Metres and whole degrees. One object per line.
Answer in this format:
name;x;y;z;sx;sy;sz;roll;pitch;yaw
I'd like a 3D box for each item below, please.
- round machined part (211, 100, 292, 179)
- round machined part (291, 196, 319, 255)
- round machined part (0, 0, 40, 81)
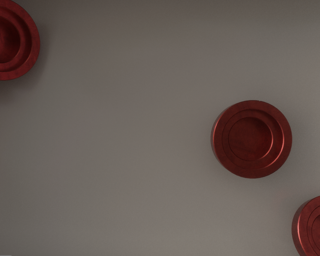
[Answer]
round machined part;0.115;0.014;0.404;0.099;0.042;0.097;0;90;0
round machined part;0.216;0.137;0.393;0.099;0.042;0.098;0;67;0
round machined part;-0.205;-0.109;0.383;0.042;0.099;0.097;13;90;39
